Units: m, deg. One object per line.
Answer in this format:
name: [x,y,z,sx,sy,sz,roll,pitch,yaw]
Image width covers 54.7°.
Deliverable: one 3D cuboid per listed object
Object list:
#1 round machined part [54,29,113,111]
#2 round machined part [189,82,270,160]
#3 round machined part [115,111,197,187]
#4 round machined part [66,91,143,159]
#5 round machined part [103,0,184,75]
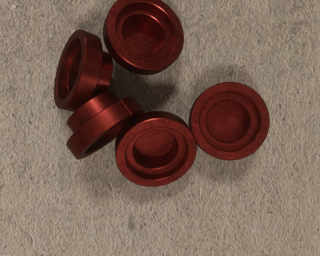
round machined part: [-0.092,-0.067,0.382,0.042,0.098,0.097,13,90,-35]
round machined part: [0.086,-0.009,0.403,0.099,0.042,0.097,0,90,-1]
round machined part: [-0.007,0.022,0.388,0.099,0.042,0.097,-5,119,-9]
round machined part: [-0.071,-0.008,0.373,0.098,0.098,0.042,-37,86,0]
round machined part: [-0.023,-0.113,0.390,0.099,0.042,0.097,4,79,-22]
